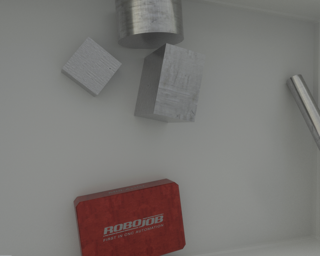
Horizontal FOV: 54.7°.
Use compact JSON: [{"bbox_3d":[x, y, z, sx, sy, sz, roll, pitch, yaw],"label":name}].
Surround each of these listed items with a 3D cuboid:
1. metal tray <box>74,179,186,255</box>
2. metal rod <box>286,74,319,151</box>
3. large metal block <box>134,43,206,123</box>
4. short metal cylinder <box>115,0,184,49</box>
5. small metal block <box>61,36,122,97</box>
[{"bbox_3d":[-0.037,0.122,0.395,0.131,0.030,0.089,-8,93,-20],"label":"metal tray"},{"bbox_3d":[0.255,0.056,0.443,0.025,0.025,0.299,-9,69,-20],"label":"metal rod"},{"bbox_3d":[0.009,-0.051,0.386,0.050,0.080,0.080,11,86,-20],"label":"large metal block"},{"bbox_3d":[-0.013,-0.131,0.377,0.081,0.080,0.050,-5,92,-20],"label":"short metal cylinder"},{"bbox_3d":[-0.084,-0.074,0.380,0.050,0.025,0.050,38,78,-16],"label":"small metal block"}]
